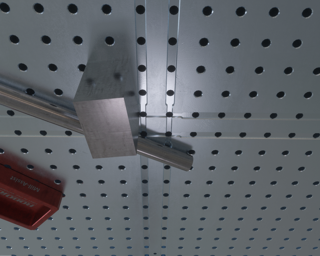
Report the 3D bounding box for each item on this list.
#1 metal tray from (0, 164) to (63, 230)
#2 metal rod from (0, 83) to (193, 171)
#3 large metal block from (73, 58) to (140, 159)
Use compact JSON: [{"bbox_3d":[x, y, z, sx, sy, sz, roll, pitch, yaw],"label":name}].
[{"bbox_3d":[-0.239,0.113,0.501,0.130,0.030,0.090,34,122,-26],"label":"metal tray"},{"bbox_3d":[-0.091,-0.001,0.410,0.302,0.025,0.025,22,127,-18],"label":"metal rod"},{"bbox_3d":[-0.056,-0.023,0.356,0.050,0.080,0.080,-5,130,4],"label":"large metal block"}]
